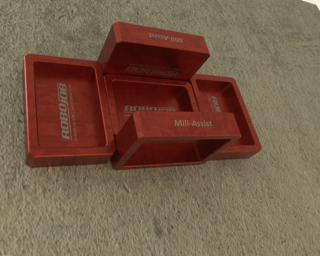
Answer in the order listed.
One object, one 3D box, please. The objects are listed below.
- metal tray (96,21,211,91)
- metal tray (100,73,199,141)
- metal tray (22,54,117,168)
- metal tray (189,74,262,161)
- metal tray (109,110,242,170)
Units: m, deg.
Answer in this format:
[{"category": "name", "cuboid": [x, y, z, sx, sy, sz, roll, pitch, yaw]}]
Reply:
[{"category": "metal tray", "cuboid": [-0.011, -0.089, 0.414, 0.131, 0.090, 0.030, 0, 62, -29]}, {"category": "metal tray", "cuboid": [-0.010, -0.022, 0.411, 0.131, 0.030, 0.090, 1, 61, -28]}, {"category": "metal tray", "cuboid": [-0.107, -0.022, 0.358, 0.091, 0.030, 0.130, 0, 62, -28]}, {"category": "metal tray", "cuboid": [0.089, -0.018, 0.463, 0.091, 0.030, 0.130, 0, 62, -28]}, {"category": "metal tray", "cuboid": [0.017, 0.016, 0.362, 0.131, 0.090, 0.030, 0, 62, -29]}]
